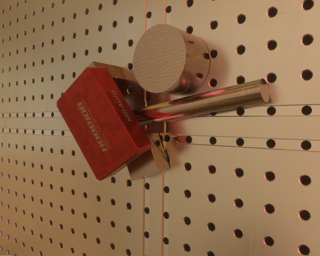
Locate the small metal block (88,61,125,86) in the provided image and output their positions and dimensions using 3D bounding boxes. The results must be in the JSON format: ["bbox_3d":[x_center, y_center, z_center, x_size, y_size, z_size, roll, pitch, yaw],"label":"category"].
[{"bbox_3d":[-0.090,-0.071,0.464,0.050,0.050,0.025,-39,67,33],"label":"small metal block"}]

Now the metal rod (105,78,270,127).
[{"bbox_3d":[-0.007,-0.019,0.413,0.300,0.025,0.025,-10,84,39],"label":"metal rod"}]

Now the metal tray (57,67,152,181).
[{"bbox_3d":[-0.079,-0.006,0.418,0.090,0.030,0.130,-37,79,34],"label":"metal tray"}]

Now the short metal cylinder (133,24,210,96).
[{"bbox_3d":[0.013,-0.081,0.379,0.080,0.050,0.079,0,90,39],"label":"short metal cylinder"}]

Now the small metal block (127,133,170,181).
[{"bbox_3d":[-0.021,0.040,0.423,0.050,0.025,0.050,-29,72,36],"label":"small metal block"}]
